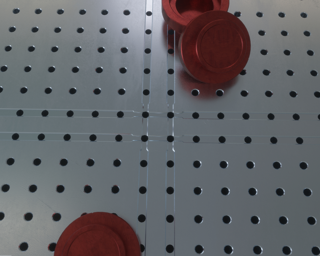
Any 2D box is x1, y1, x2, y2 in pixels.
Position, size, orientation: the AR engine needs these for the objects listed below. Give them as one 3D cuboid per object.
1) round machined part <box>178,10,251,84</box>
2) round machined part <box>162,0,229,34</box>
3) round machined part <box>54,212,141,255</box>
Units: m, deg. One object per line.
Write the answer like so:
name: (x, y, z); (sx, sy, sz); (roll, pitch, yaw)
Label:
round machined part: (0.077, -0.109, 0.420); (0.099, 0.042, 0.097); (-2, 101, -8)
round machined part: (0.051, -0.179, 0.468); (0.099, 0.042, 0.098); (0, 70, 0)
round machined part: (-0.071, 0.145, 0.350); (0.099, 0.042, 0.098); (0, 70, 0)
